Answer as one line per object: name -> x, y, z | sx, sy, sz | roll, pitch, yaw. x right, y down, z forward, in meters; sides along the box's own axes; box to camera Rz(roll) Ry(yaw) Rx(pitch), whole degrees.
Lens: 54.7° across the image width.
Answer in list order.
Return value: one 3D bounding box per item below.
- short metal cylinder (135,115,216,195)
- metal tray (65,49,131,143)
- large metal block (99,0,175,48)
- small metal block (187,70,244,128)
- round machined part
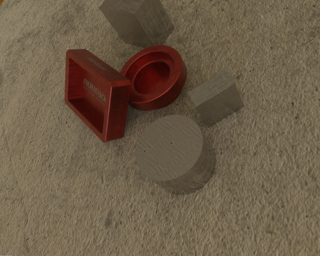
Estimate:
short metal cylinder -> 0.019, 0.032, 0.359 | 0.080, 0.050, 0.080 | -13, 56, 21
metal tray -> -0.095, -0.050, 0.445 | 0.030, 0.089, 0.130 | -14, 38, -38
large metal block -> -0.035, -0.175, 0.495 | 0.080, 0.080, 0.050 | 24, 75, 36
small metal block -> 0.068, -0.034, 0.373 | 0.050, 0.050, 0.025 | -31, 52, 8
round machined part -> -0.008, -0.065, 0.437 | 0.098, 0.042, 0.098 | -13, 56, 21
